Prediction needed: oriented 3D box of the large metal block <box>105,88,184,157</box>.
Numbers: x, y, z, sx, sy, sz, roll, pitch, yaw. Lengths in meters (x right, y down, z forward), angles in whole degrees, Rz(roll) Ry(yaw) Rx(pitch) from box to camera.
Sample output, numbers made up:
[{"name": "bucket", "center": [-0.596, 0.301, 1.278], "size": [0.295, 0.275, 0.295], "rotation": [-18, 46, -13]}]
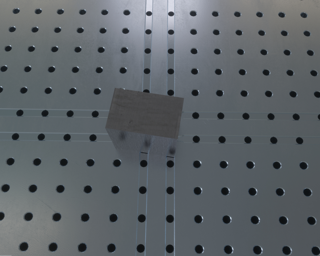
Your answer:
[{"name": "large metal block", "center": [-0.016, -0.004, 0.384], "size": [0.080, 0.080, 0.050], "rotation": [9, 70, 3]}]
